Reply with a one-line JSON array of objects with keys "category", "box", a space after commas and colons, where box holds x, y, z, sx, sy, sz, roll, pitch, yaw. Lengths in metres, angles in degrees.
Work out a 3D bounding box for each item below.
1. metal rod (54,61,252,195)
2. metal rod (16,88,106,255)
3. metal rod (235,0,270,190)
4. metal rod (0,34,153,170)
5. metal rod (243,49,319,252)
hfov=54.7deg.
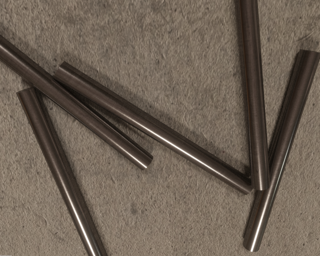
[{"category": "metal rod", "box": [0.001, 0.006, 0.412, 0.301, 0.025, 0.025, 32, 107, -12]}, {"category": "metal rod", "box": [-0.129, 0.087, 0.439, 0.025, 0.025, 0.298, -14, 110, 5]}, {"category": "metal rod", "box": [0.113, -0.061, 0.380, 0.025, 0.025, 0.298, -9, 107, 3]}, {"category": "metal rod", "box": [-0.130, -0.045, 0.391, 0.300, 0.025, 0.025, 40, 105, -14]}, {"category": "metal rod", "box": [0.162, 0.044, 0.428, 0.025, 0.025, 0.298, 8, 110, -3]}]
